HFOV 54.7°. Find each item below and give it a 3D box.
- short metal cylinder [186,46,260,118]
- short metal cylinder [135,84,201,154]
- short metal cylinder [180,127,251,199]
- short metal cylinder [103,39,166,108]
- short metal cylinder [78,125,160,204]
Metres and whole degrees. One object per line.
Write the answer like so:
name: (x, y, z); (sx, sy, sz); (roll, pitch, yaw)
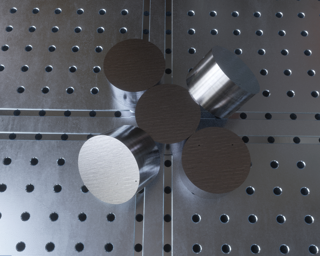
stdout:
short metal cylinder: (0.081, -0.059, 0.399); (0.080, 0.050, 0.080); (26, 40, -24)
short metal cylinder: (0.010, -0.010, 0.402); (0.081, 0.050, 0.080); (0, 70, 0)
short metal cylinder: (0.065, 0.044, 0.383); (0.081, 0.050, 0.080); (0, 70, 0)
short metal cylinder: (-0.033, -0.074, 0.425); (0.081, 0.050, 0.080); (0, 70, 0)
short metal cylinder: (-0.047, 0.041, 0.361); (0.080, 0.050, 0.079); (7, 106, 24)
